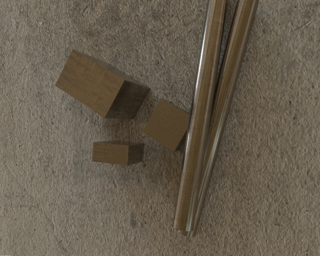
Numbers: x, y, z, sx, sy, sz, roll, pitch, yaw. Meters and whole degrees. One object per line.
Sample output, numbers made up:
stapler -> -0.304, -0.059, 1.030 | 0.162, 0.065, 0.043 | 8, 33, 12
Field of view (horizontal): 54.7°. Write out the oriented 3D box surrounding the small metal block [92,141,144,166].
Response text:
small metal block -> -0.055, 0.032, 0.414 | 0.050, 0.050, 0.025 | 4, 92, 19

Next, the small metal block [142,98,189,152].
small metal block -> 0.013, -0.004, 0.404 | 0.050, 0.025, 0.050 | 32, 100, 16

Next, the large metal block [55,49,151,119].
large metal block -> -0.071, -0.054, 0.404 | 0.080, 0.080, 0.050 | 32, 100, 17

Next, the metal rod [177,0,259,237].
metal rod -> 0.070, -0.011, 0.383 | 0.025, 0.025, 0.298 | 16, 95, 19

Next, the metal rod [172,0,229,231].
metal rod -> 0.051, -0.031, 0.371 | 0.025, 0.025, 0.298 | 8, 85, 19
